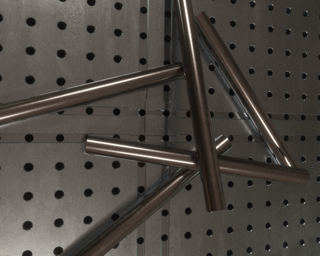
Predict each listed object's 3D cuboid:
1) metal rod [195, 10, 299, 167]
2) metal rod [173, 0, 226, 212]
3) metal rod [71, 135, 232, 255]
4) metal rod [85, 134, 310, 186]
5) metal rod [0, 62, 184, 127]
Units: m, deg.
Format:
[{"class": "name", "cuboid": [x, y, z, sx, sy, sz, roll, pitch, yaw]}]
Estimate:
[{"class": "metal rod", "cuboid": [0.136, -0.037, 0.464, 0.025, 0.025, 0.299, -39, 103, -16]}, {"class": "metal rod", "cuboid": [0.047, -0.047, 0.398, 0.025, 0.025, 0.298, -4, 79, -20]}, {"class": "metal rod", "cuboid": [-0.021, 0.106, 0.406, 0.301, 0.025, 0.025, -37, 102, -17]}, {"class": "metal rod", "cuboid": [0.057, 0.045, 0.408, 0.302, 0.025, 0.025, 10, 87, -11]}, {"class": "metal rod", "cuboid": [-0.107, -0.036, 0.373, 0.302, 0.025, 0.025, -17, 96, -20]}]
